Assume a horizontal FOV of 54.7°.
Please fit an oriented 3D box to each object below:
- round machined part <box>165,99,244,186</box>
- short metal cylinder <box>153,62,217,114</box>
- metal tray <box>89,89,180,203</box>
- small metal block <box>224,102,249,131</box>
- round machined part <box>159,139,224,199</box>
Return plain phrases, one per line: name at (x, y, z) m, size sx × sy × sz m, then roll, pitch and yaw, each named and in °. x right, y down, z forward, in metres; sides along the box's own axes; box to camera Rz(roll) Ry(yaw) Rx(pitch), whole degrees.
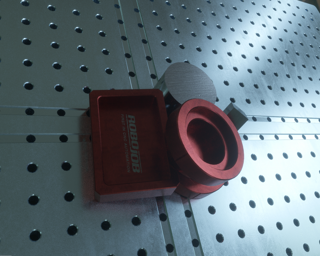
round machined part at (0.045, 0.019, 0.350) m, size 0.099 × 0.042 × 0.098 m, roll 21°, pitch 52°, yaw -29°
short metal cylinder at (0.032, -0.046, 0.439) m, size 0.081 × 0.050 × 0.080 m, roll 14°, pitch 56°, yaw -21°
metal tray at (-0.034, 0.016, 0.364) m, size 0.091 × 0.030 × 0.130 m, roll -3°, pitch 62°, yaw -14°
small metal block at (0.095, -0.007, 0.437) m, size 0.025 × 0.050 × 0.050 m, roll 40°, pitch 16°, yaw -2°
round machined part at (0.048, 0.038, 0.401) m, size 0.099 × 0.042 × 0.098 m, roll 14°, pitch 56°, yaw -21°
